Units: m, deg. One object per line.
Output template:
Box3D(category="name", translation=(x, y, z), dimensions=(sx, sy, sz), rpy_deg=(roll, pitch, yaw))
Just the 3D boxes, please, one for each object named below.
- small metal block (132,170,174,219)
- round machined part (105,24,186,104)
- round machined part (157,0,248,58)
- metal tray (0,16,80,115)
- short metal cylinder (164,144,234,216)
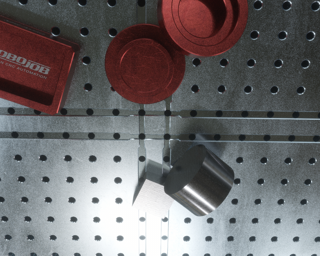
Box3D(category="small metal block", translation=(-0.007, 0.097, 0.449), dimensions=(0.050, 0.025, 0.050), rpy_deg=(23, 108, -9))
Box3D(category="round machined part", translation=(-0.018, -0.076, 0.376), dimensions=(0.099, 0.042, 0.097), rpy_deg=(0, 110, -1))
Box3D(category="round machined part", translation=(0.044, -0.128, 0.348), dimensions=(0.099, 0.042, 0.097), rpy_deg=(-2, 97, -14))
Box3D(category="metal tray", translation=(-0.175, -0.079, 0.378), dimensions=(0.131, 0.030, 0.089), rpy_deg=(19, 109, -8))
Box3D(category="short metal cylinder", translation=(0.051, 0.068, 0.410), dimensions=(0.050, 0.080, 0.080), rpy_deg=(40, 105, -14))
